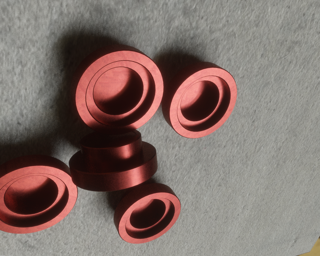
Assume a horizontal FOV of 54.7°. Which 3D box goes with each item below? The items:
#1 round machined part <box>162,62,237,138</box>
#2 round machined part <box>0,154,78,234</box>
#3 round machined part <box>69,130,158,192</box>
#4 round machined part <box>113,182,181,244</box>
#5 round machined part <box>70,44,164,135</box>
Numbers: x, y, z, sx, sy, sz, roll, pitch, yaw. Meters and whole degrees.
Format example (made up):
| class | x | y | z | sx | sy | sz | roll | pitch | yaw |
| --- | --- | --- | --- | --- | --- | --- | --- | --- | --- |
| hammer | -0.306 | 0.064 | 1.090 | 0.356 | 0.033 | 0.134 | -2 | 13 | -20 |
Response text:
| class | x | y | z | sx | sy | sz | roll | pitch | yaw |
| --- | --- | --- | --- | --- | --- | --- | --- | --- | --- |
| round machined part | 0.046 | -0.039 | 0.399 | 0.099 | 0.042 | 0.097 | -14 | 125 | -21 |
| round machined part | -0.150 | 0.071 | 0.359 | 0.099 | 0.042 | 0.097 | -14 | 125 | -21 |
| round machined part | -0.053 | 0.030 | 0.352 | 0.099 | 0.098 | 0.042 | -12 | 109 | -22 |
| round machined part | -0.022 | 0.120 | 0.460 | 0.099 | 0.042 | 0.097 | -14 | 125 | -21 |
| round machined part | -0.049 | -0.044 | 0.343 | 0.099 | 0.042 | 0.097 | -14 | 124 | -21 |
